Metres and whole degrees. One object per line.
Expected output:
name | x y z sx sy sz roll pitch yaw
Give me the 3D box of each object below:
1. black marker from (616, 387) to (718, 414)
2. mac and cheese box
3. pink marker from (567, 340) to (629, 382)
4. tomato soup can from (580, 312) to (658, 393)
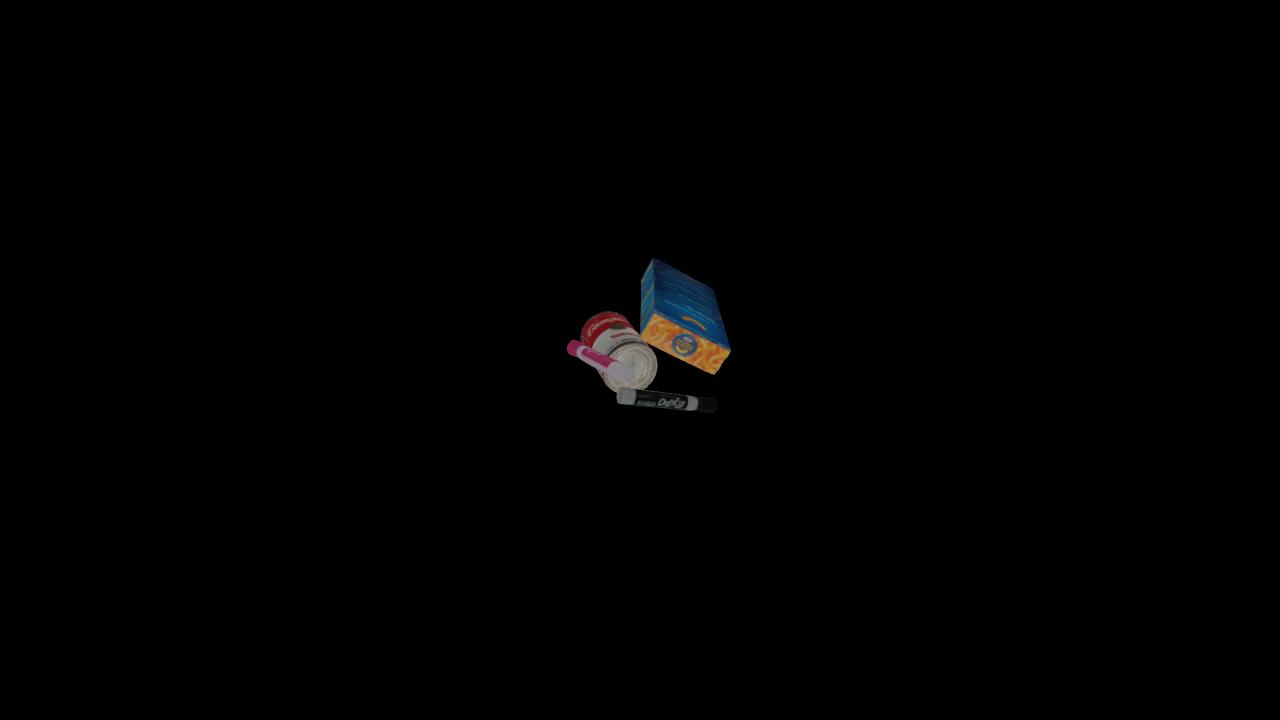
black marker | 0.033 0.045 0.683 0.121 0.020 0.020 8 -3 -23
mac and cheese box | 0.047 -0.056 0.707 0.093 0.041 0.184 27 23 -11
pink marker | -0.050 -0.001 0.679 0.020 0.020 0.121 0 14 -32
tomato soup can | -0.027 -0.009 0.732 0.068 0.068 0.101 0 25 -21
